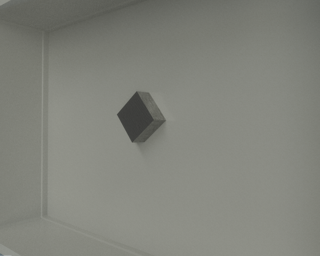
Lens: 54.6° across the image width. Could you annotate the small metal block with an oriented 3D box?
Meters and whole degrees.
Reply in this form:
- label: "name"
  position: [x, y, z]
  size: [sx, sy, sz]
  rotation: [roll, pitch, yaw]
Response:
- label: "small metal block"
  position: [-0.027, -0.015, 0.430]
  size: [0.050, 0.025, 0.050]
  rotation: [-45, 63, 30]
